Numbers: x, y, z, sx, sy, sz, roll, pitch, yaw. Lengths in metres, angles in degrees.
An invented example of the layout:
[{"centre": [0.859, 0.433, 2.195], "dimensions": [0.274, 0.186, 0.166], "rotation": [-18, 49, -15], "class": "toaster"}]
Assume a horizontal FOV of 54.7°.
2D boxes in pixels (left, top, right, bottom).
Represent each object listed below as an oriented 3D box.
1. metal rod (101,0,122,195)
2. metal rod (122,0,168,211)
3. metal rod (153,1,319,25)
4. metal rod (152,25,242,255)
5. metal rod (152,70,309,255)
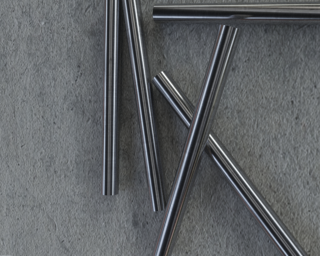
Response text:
[{"centre": [-0.068, -0.058, 0.432], "dimensions": [0.025, 0.025, 0.298], "rotation": [1, 90, 20], "class": "metal rod"}, {"centre": [-0.021, -0.041, 0.416], "dimensions": [0.025, 0.025, 0.298], "rotation": [-9, 87, 20], "class": "metal rod"}, {"centre": [0.136, -0.133, 0.360], "dimensions": [0.301, 0.025, 0.025], "rotation": [7, 93, 19], "class": "metal rod"}, {"centre": [0.039, 0.031, 0.371], "dimensions": [0.025, 0.025, 0.298], "rotation": [20, 106, 19], "class": "metal rod"}, {"centre": [0.086, 0.051, 0.378], "dimensions": [0.025, 0.025, 0.299], "rotation": [-39, 78, 16], "class": "metal rod"}]
